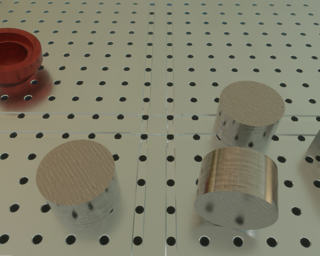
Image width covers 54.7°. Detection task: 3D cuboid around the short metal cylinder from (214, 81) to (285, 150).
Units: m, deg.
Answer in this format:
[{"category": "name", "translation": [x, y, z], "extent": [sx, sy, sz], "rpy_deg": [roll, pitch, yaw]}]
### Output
[{"category": "short metal cylinder", "translation": [0.115, -0.017, 0.406], "extent": [0.080, 0.050, 0.080], "rpy_deg": [0, 50, 0]}]

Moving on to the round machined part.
[{"category": "round machined part", "translation": [-0.233, -0.107, 0.477], "extent": [0.099, 0.042, 0.098], "rpy_deg": [6, 53, -8]}]

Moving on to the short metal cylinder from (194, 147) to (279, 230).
[{"category": "short metal cylinder", "translation": [0.079, 0.064, 0.319], "extent": [0.080, 0.080, 0.050], "rpy_deg": [10, 51, 8]}]

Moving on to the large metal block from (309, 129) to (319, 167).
[{"category": "large metal block", "translation": [0.239, 0.036, 0.363], "extent": [0.081, 0.050, 0.080], "rpy_deg": [-5, 50, -4]}]

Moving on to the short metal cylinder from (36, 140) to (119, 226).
[{"category": "short metal cylinder", "translation": [-0.087, 0.059, 0.341], "extent": [0.080, 0.050, 0.080], "rpy_deg": [0, 50, 0]}]
